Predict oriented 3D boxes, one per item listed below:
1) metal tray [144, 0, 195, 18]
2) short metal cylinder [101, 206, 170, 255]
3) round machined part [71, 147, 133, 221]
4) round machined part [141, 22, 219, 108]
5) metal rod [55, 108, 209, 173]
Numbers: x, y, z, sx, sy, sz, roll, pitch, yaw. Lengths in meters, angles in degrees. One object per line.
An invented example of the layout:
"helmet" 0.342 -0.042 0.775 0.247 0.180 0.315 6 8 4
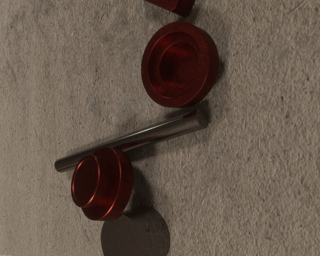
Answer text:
"metal tray" 0.020 -0.216 0.383 0.090 0.030 0.129 37 112 33
"short metal cylinder" -0.033 0.149 0.414 0.080 0.050 0.079 0 90 39
"round machined part" -0.083 0.072 0.411 0.098 0.042 0.098 -20 61 42
"round machined part" 0.027 -0.072 0.370 0.098 0.042 0.097 0 90 39
"metal rod" -0.062 0.027 0.453 0.299 0.025 0.025 -19 78 38
